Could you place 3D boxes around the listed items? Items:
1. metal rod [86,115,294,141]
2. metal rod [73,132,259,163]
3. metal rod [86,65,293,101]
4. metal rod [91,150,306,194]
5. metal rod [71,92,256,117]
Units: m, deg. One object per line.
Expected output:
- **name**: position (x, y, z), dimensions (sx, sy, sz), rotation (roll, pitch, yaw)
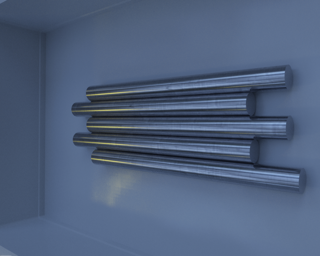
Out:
- **metal rod**: position (0.010, -0.002, 0.395), dimensions (0.300, 0.025, 0.025), rotation (1, 91, 39)
- **metal rod**: position (-0.017, 0.022, 0.417), dimensions (0.300, 0.025, 0.025), rotation (1, 91, 39)
- **metal rod**: position (0.009, -0.052, 0.396), dimensions (0.300, 0.025, 0.025), rotation (1, 91, 39)
- **metal rod**: position (0.019, 0.048, 0.388), dimensions (0.300, 0.025, 0.025), rotation (1, 91, 39)
- **metal rod**: position (-0.020, -0.028, 0.420), dimensions (0.300, 0.025, 0.025), rotation (1, 91, 39)
